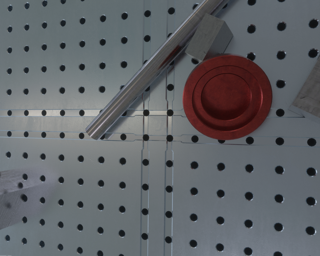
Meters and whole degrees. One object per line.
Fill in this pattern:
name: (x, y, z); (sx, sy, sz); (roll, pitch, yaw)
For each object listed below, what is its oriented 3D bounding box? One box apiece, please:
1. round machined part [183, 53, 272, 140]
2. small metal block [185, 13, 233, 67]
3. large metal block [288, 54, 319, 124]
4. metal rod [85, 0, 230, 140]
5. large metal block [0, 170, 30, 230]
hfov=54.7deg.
round machined part: (0.077, -0.038, 0.364); (0.099, 0.042, 0.097); (2, 109, 6)
small metal block: (0.061, -0.103, 0.377); (0.025, 0.050, 0.050); (33, 101, 22)
large metal block: (0.179, -0.045, 0.320); (0.050, 0.080, 0.080); (30, 100, 17)
metal rod: (0.005, -0.094, 0.410); (0.299, 0.025, 0.025); (-45, 76, 14)
large metal block: (-0.265, 0.117, 0.477); (0.050, 0.080, 0.080); (34, 101, 17)
